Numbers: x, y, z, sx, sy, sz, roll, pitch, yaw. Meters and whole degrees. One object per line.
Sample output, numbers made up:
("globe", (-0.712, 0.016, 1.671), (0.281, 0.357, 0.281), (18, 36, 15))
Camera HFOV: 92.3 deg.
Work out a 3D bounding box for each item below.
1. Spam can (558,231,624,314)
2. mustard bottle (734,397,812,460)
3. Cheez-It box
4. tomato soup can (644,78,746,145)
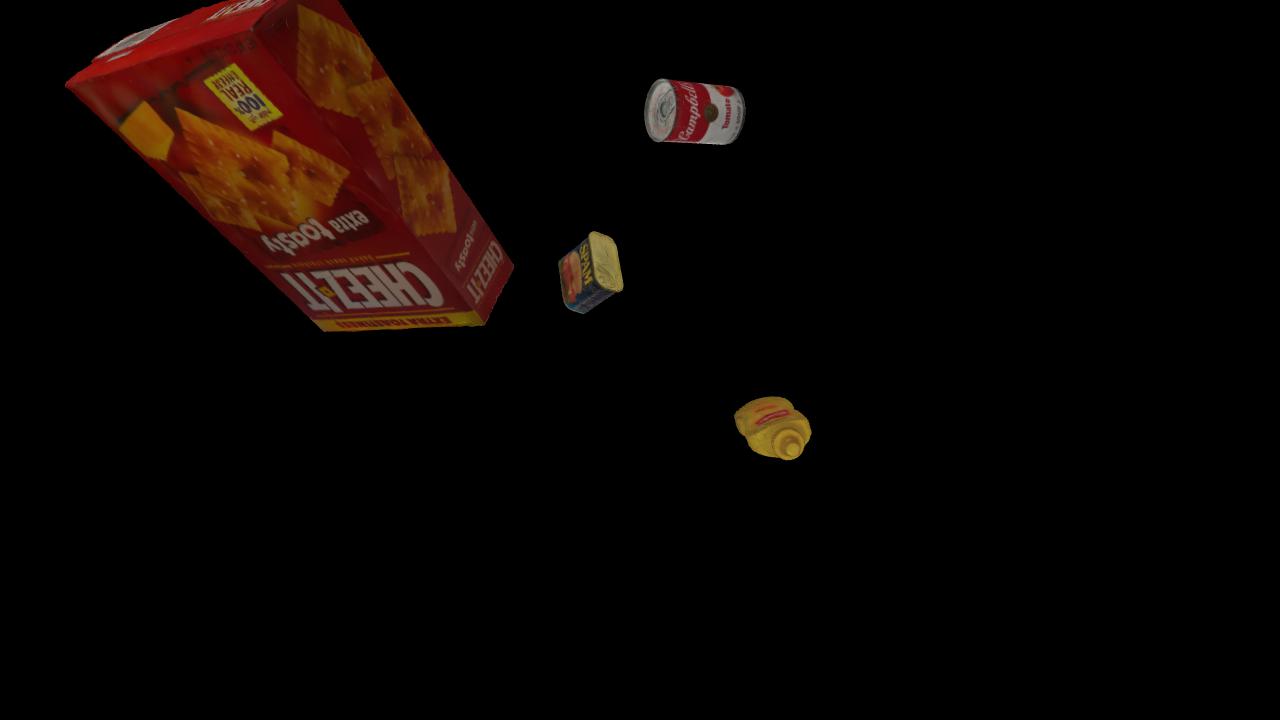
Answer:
("Spam can", (-0.079, -0.134, 0.960), (0.058, 0.101, 0.085), (13, -31, -42))
("mustard bottle", (0.193, 0.100, 0.871), (0.092, 0.054, 0.184), (-11, 10, 1))
("Cheez-It box", (-0.213, -0.113, 0.412), (0.166, 0.071, 0.223), (1, -37, 23))
("tomato soup can", (0.065, -0.288, 0.719), (0.101, 0.068, 0.068), (-9, 4, -30))
